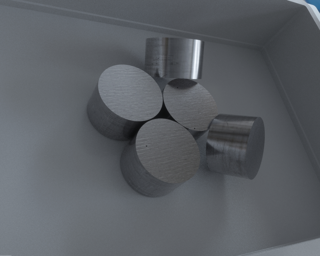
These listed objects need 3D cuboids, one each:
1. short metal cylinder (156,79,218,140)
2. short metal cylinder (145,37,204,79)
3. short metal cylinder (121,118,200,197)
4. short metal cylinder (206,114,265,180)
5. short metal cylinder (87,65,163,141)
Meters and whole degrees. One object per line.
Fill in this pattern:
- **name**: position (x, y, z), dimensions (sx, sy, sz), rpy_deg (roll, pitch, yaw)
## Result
- **short metal cylinder**: position (0.030, -0.020, 0.417), dimensions (0.081, 0.050, 0.080), rpy_deg (14, 56, -21)
- **short metal cylinder**: position (0.020, -0.095, 0.429), dimensions (0.081, 0.080, 0.050), rpy_deg (-3, 102, -30)
- **short metal cylinder**: position (0.000, 0.036, 0.367), dimensions (0.081, 0.050, 0.080), rpy_deg (14, 56, -21)
- **short metal cylinder**: position (0.100, 0.023, 0.403), dimensions (0.081, 0.050, 0.079), rpy_deg (-17, 111, -55)
- **short metal cylinder**: position (-0.044, -0.031, 0.384), dimensions (0.081, 0.050, 0.080), rpy_deg (14, 56, -21)
